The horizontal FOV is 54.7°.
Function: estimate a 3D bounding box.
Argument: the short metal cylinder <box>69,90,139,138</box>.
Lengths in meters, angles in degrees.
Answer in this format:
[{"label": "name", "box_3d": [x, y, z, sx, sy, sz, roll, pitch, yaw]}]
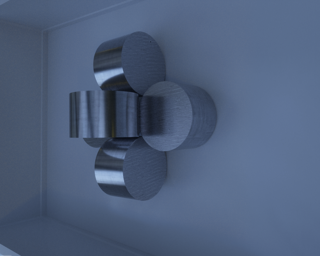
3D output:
[{"label": "short metal cylinder", "box_3d": [-0.065, -0.014, 0.365, 0.080, 0.081, 0.050, -1, 89, 40]}]

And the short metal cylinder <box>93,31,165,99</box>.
[{"label": "short metal cylinder", "box_3d": [-0.038, -0.079, 0.400, 0.050, 0.081, 0.080, -2, 89, 39]}]

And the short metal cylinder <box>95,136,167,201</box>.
[{"label": "short metal cylinder", "box_3d": [-0.036, 0.050, 0.398, 0.050, 0.081, 0.080, -2, 89, 39]}]

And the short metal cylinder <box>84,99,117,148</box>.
[{"label": "short metal cylinder", "box_3d": [-0.073, -0.013, 0.449, 0.080, 0.050, 0.080, 0, 90, 40]}]

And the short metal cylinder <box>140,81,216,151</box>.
[{"label": "short metal cylinder", "box_3d": [0.020, -0.014, 0.372, 0.080, 0.050, 0.080, 0, 90, 40]}]
